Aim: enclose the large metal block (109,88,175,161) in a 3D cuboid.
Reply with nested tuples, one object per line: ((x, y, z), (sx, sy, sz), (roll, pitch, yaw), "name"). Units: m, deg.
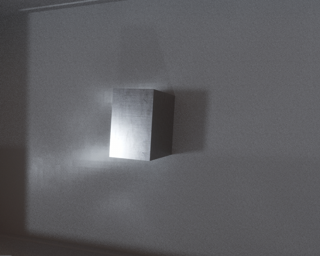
((-0.019, -0.005, 0.387), (0.050, 0.080, 0.079), (4, 91, 20), "large metal block")
